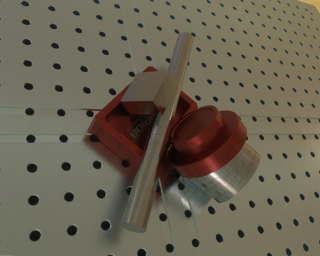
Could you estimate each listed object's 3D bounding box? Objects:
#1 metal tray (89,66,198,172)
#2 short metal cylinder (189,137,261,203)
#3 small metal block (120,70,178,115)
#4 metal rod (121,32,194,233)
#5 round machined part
[{"bbox_3d":[-0.017,-0.015,0.406,0.090,0.030,0.131,40,51,-1],"label":"metal tray"},{"bbox_3d":[0.078,0.046,0.387,0.050,0.080,0.080,40,51,-2],"label":"short metal cylinder"},{"bbox_3d":[-0.013,-0.044,0.385,0.025,0.050,0.050,54,51,-41],"label":"small metal block"},{"bbox_3d":[0.007,-0.020,0.387,0.025,0.025,0.300,25,53,-13],"label":"metal rod"},{"bbox_3d":[0.049,0.010,0.370,0.042,0.098,0.098,52,48,-20],"label":"round machined part"}]
